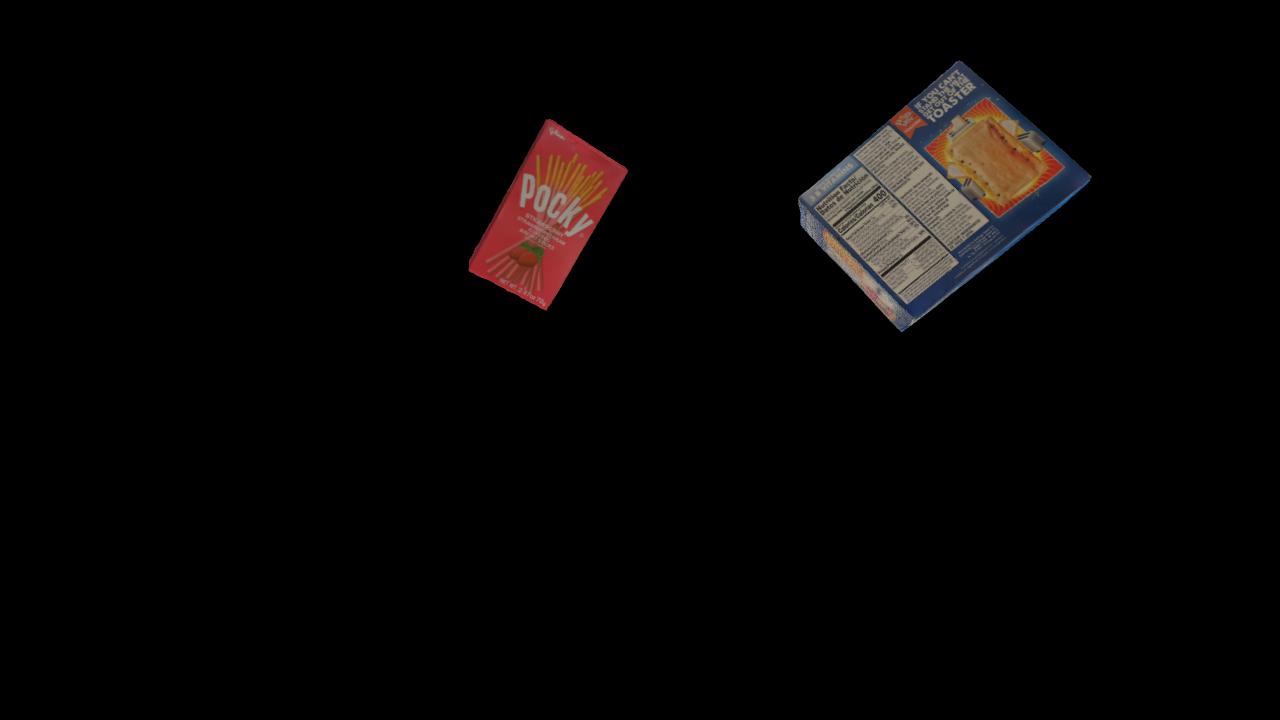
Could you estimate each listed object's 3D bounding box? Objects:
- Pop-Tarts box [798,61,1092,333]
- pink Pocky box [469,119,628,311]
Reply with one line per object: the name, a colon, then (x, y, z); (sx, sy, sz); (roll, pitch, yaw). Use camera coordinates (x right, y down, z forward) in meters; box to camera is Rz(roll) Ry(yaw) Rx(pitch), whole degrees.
Pop-Tarts box: (0.246, -0.132, 0.523); (0.167, 0.141, 0.083); (-40, -14, 7)
pink Pocky box: (-0.086, -0.131, 0.569); (0.084, 0.155, 0.029); (28, 14, -21)
